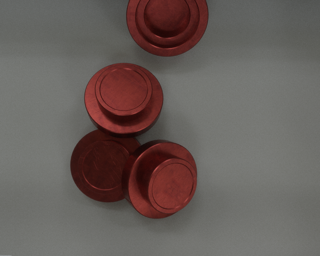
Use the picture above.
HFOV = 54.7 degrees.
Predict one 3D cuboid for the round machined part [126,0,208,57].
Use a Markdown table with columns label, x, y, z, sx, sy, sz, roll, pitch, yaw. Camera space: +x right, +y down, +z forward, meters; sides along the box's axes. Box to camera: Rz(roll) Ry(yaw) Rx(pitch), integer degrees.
| label | x | y | z | sx | sy | sz | roll | pitch | yaw |
| --- | --- | --- | --- | --- | --- | --- | --- | --- | --- |
| round machined part | 0.008 | -0.143 | 0.387 | 0.099 | 0.042 | 0.097 | -1 | 127 | -1 |

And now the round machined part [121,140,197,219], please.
| label | x | y | z | sx | sy | sz | roll | pitch | yaw |
| --- | --- | --- | --- | --- | --- | --- | --- | --- | --- |
| round machined part | 0.006 | 0.066 | 0.382 | 0.099 | 0.042 | 0.097 | -5 | 100 | -28 |

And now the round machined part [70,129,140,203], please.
| label | x | y | z | sx | sy | sz | roll | pitch | yaw |
| --- | --- | --- | --- | --- | --- | --- | --- | --- | --- |
| round machined part | -0.068 | 0.049 | 0.402 | 0.099 | 0.042 | 0.097 | 0 | 90 | 0 |

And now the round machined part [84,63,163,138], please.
| label | x | y | z | sx | sy | sz | roll | pitch | yaw |
| --- | --- | --- | --- | --- | --- | --- | --- | --- | --- |
| round machined part | -0.045 | -0.040 | 0.387 | 0.099 | 0.042 | 0.098 | 2 | 70 | -5 |
